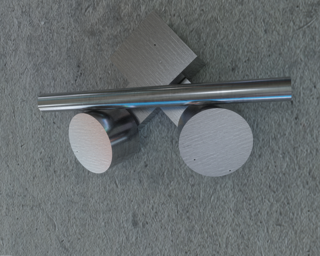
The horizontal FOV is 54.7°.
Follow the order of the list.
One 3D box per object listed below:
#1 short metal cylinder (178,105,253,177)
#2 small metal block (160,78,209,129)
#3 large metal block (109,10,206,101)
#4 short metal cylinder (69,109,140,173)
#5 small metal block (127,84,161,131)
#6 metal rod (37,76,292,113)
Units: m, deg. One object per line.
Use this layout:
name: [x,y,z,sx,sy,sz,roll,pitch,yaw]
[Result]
short metal cylinder: [0.061,0.009,0.360,0.080,0.050,0.079,0,108,1]
small metal block: [0.036,-0.027,0.397,0.050,0.025,0.050,-45,76,14]
large metal block: [-0.002,-0.085,0.395,0.080,0.050,0.080,-44,77,14]
short metal cylinder: [-0.074,0.013,0.407,0.080,0.050,0.079,15,115,34]
small metal block: [-0.032,-0.029,0.422,0.050,0.025,0.050,-45,76,13]
metal rod: [-0.011,-0.036,0.359,0.301,0.025,0.025,-1,90,19]
